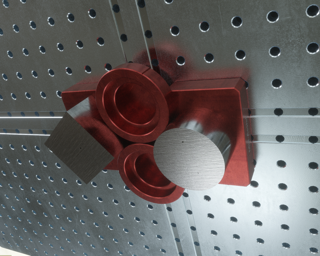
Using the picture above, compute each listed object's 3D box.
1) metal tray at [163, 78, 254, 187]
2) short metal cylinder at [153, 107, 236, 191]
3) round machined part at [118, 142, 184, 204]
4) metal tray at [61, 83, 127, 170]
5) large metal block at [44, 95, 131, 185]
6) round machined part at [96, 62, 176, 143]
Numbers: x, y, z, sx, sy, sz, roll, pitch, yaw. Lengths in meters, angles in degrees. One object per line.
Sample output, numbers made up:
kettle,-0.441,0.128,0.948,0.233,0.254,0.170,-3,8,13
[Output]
metal tray,0.061,0.007,0.378,0.090,0.030,0.129,1,119,28
short metal cylinder,0.040,0.023,0.348,0.080,0.050,0.079,13,124,21
round machined part,-0.005,0.052,0.423,0.098,0.042,0.097,13,124,21
metal tray,-0.080,0.000,0.450,0.090,0.030,0.129,0,119,27
large metal block,-0.096,0.017,0.417,0.080,0.050,0.080,45,129,-3
round machined part,-0.026,-0.034,0.381,0.098,0.042,0.097,13,124,21
